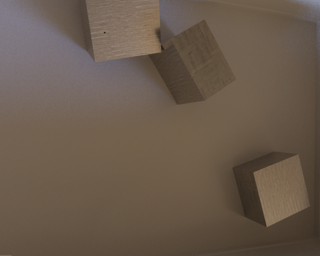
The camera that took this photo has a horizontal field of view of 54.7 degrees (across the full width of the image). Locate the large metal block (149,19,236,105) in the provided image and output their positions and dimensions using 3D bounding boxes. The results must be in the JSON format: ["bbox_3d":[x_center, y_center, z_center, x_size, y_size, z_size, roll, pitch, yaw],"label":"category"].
[{"bbox_3d":[0.038,-0.079,0.395,0.050,0.080,0.080,-34,101,-17],"label":"large metal block"}]

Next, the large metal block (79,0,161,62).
[{"bbox_3d":[-0.047,-0.128,0.362,0.081,0.050,0.079,-13,121,-18],"label":"large metal block"}]

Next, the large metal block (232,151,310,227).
[{"bbox_3d":[0.164,0.087,0.458,0.081,0.050,0.080,-17,96,-19],"label":"large metal block"}]
